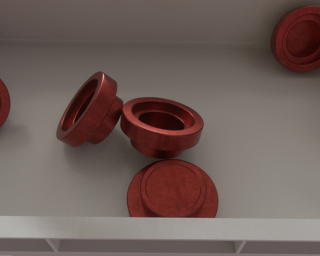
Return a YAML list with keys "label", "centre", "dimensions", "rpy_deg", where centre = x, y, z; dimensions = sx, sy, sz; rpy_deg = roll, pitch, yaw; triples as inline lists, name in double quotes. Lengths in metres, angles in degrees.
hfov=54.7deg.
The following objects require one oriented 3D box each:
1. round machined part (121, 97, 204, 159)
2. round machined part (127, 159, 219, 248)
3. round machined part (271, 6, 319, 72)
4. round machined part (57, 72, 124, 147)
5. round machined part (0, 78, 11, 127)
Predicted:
- label: "round machined part"
  centre: [0.001, 0.002, 0.378]
  dimensions: [0.099, 0.042, 0.098]
  rpy_deg: [10, 28, -5]
- label: "round machined part"
  centre: [0.014, 0.073, 0.333]
  dimensions: [0.099, 0.042, 0.098]
  rpy_deg: [0, 50, 0]
- label: "round machined part"
  centre: [0.223, -0.140, 0.487]
  dimensions: [0.099, 0.097, 0.042]
  rpy_deg: [-1, 22, -1]
- label: "round machined part"
  centre: [-0.083, -0.019, 0.386]
  dimensions: [0.042, 0.098, 0.098]
  rpy_deg: [34, 44, -28]
- label: "round machined part"
  centre: [-0.247, -0.035, 0.396]
  dimensions: [0.099, 0.097, 0.042]
  rpy_deg: [-28, 20, -22]
